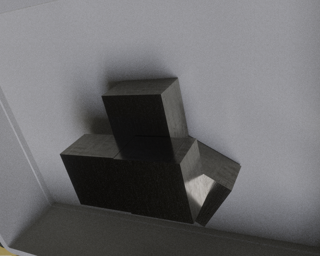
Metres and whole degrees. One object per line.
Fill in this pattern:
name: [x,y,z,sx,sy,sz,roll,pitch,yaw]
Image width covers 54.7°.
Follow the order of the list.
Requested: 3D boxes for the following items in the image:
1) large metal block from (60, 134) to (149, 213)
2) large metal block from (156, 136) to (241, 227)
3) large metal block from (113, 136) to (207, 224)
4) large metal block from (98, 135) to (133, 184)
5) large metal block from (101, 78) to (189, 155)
large metal block: [-0.068,0.055,0.396,0.080,0.050,0.080,1,119,28]
large metal block: [0.047,0.070,0.407,0.080,0.050,0.079,30,128,9]
large metal block: [0.003,0.058,0.358,0.080,0.050,0.080,1,119,28]
large metal block: [-0.048,0.064,0.455,0.080,0.050,0.080,-29,103,37]
large metal block: [-0.016,-0.015,0.390,0.080,0.050,0.080,2,119,27]
